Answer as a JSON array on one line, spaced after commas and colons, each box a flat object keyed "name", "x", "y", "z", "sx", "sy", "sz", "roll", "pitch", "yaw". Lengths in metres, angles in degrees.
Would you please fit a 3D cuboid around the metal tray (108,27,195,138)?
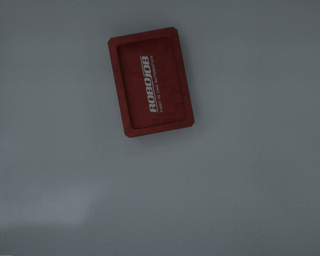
[{"name": "metal tray", "x": -0.011, "y": -0.058, "z": 0.408, "sx": 0.090, "sy": 0.030, "sz": 0.129, "roll": -11, "pitch": 90, "yaw": 0}]
